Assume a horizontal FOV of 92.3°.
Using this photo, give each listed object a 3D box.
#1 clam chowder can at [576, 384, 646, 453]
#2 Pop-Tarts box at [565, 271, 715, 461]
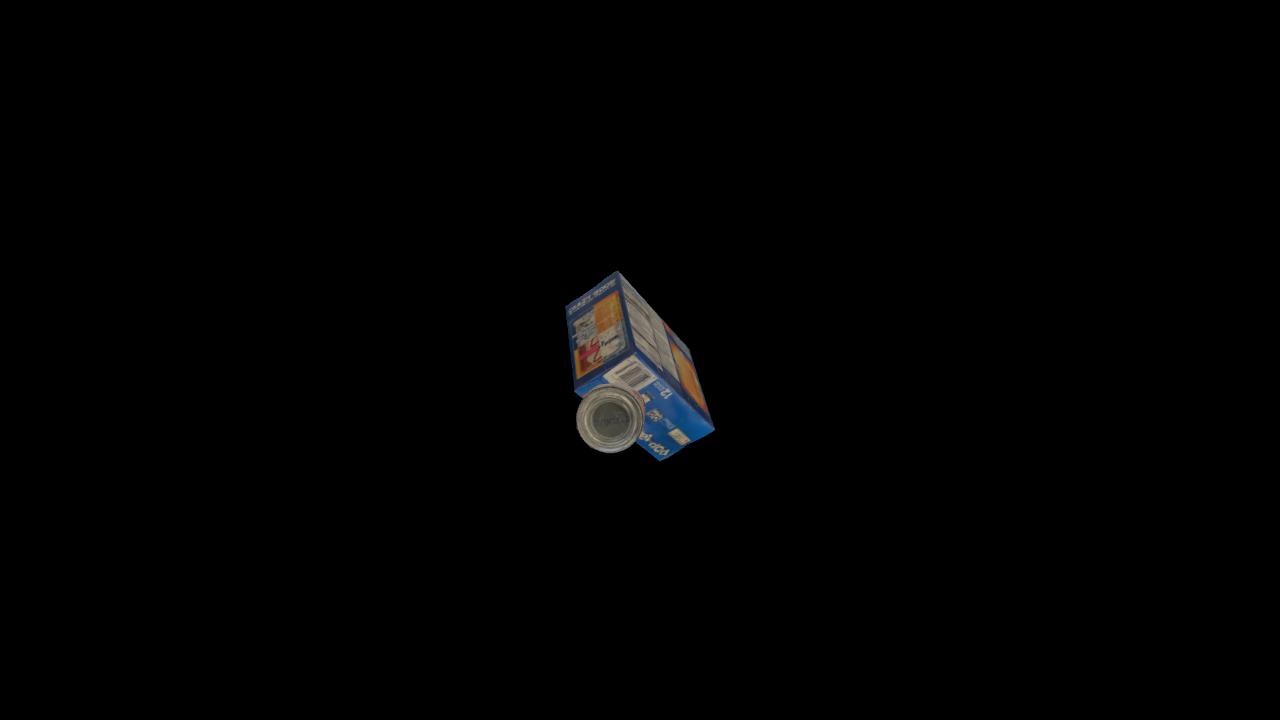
[{"bbox_3d":[-0.027,0.053,0.640,0.068,0.068,0.102,0,6,3],"label":"clam chowder can"},{"bbox_3d":[-0.001,0.009,0.708,0.083,0.141,0.167,-30,-47,17],"label":"Pop-Tarts box"}]
